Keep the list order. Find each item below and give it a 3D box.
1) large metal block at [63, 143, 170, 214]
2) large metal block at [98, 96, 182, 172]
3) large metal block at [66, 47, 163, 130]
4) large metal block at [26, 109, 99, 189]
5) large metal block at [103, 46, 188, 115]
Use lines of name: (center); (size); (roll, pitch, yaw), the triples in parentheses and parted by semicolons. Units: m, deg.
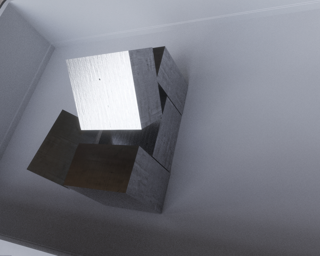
large metal block: (-0.046, 0.058, 0.354); (0.080, 0.080, 0.050); (0, 62, 28)
large metal block: (-0.025, 0.008, 0.397); (0.080, 0.050, 0.080); (-1, 61, 27)
large metal block: (-0.049, -0.043, 0.347); (0.080, 0.079, 0.050); (-1, 17, 27)
large metal block: (-0.121, 0.032, 0.400); (0.050, 0.080, 0.080); (28, 72, -8)
large metal block: (-0.018, -0.057, 0.411); (0.080, 0.080, 0.050); (-1, 61, 27)
